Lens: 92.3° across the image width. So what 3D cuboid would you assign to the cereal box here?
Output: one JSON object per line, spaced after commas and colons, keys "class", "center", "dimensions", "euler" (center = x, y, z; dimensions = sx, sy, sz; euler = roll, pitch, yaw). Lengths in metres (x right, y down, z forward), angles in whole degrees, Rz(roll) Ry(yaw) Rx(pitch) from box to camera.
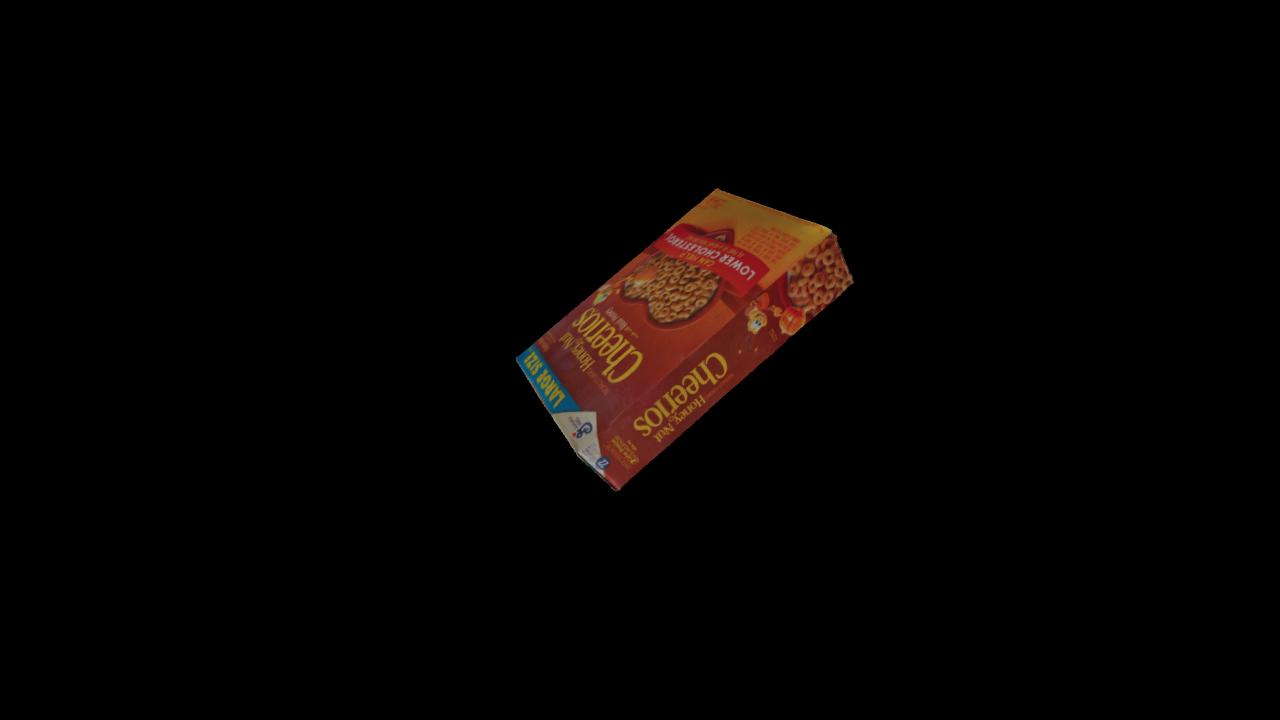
{"class": "cereal box", "center": [0.031, -0.037, 0.631], "dimensions": [0.306, 0.081, 0.203], "euler": [-40, 36, -3]}
